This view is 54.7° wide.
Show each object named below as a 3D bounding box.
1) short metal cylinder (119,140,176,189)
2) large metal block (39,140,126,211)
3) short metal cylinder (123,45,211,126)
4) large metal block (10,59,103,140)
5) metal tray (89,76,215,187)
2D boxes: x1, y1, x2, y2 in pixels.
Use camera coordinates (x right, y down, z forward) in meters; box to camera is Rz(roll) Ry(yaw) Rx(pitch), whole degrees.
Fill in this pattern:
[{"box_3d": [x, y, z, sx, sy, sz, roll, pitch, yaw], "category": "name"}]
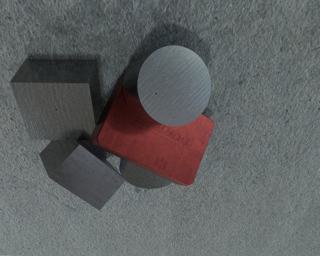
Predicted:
[{"box_3d": [-0.013, 0.039, 0.426, 0.081, 0.050, 0.079, 0, 130, 0], "category": "short metal cylinder"}, {"box_3d": [-0.103, 0.051, 0.406, 0.050, 0.080, 0.080, -50, 122, -7], "category": "large metal block"}, {"box_3d": [0.006, -0.043, 0.330, 0.081, 0.050, 0.079, -2, 95, -23], "category": "short metal cylinder"}, {"box_3d": [-0.114, -0.032, 0.361, 0.081, 0.050, 0.079, 1, 130, -1], "category": "large metal block"}, {"box_3d": [-0.005, 0.004, 0.371, 0.131, 0.090, 0.030, 29, 164, -22], "category": "metal tray"}]
